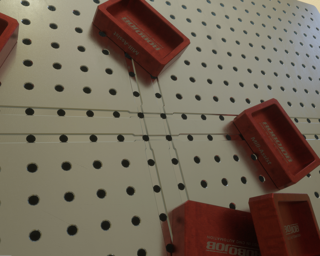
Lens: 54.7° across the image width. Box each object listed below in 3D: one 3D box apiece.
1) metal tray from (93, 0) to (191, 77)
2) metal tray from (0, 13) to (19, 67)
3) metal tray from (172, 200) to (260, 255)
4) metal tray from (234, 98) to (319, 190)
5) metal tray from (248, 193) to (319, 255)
[{"bbox_3d":[-0.026,-0.150,0.483,0.130,0.030,0.090,42,51,0],"label":"metal tray"},{"bbox_3d":[-0.240,-0.109,0.342,0.131,0.030,0.090,22,54,-16],"label":"metal tray"},{"bbox_3d":[0.079,0.142,0.363,0.131,0.030,0.090,16,55,-20],"label":"metal tray"},{"bbox_3d":[0.188,0.021,0.495,0.091,0.030,0.130,-21,73,-36],"label":"metal tray"},{"bbox_3d":[0.161,0.128,0.380,0.131,0.030,0.090,14,60,-47],"label":"metal tray"}]
